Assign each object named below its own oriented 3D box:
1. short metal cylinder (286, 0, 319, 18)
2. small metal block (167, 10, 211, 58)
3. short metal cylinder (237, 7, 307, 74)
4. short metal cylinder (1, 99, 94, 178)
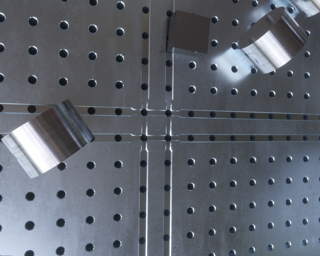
[{"bbox_3d":[0.233,-0.216,0.469,0.050,0.080,0.080,38,78,-16],"label":"short metal cylinder"},{"bbox_3d":[0.039,-0.128,0.427,0.050,0.025,0.050,6,88,-20],"label":"small metal block"},{"bbox_3d":[0.158,-0.124,0.441,0.050,0.080,0.080,42,77,-15],"label":"short metal cylinder"},{"bbox_3d":[-0.121,0.010,0.339,0.080,0.080,0.050,-35,102,-17],"label":"short metal cylinder"}]
